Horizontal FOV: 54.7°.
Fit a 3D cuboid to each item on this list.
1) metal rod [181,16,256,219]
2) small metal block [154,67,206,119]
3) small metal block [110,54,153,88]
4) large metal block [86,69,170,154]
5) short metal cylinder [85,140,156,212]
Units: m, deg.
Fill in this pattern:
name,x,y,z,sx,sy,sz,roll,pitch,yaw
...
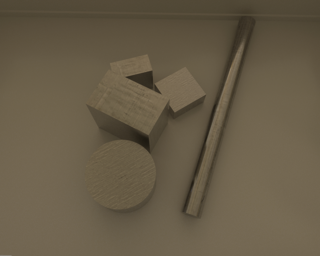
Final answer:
name,x,y,z,sx,sy,sz,roll,pitch,yaw
metal rod,0.085,-0.028,0.420,0.025,0.025,0.299,18,71,6
small metal block,0.027,-0.048,0.428,0.050,0.025,0.050,-30,73,-11
small metal block,-0.037,-0.070,0.422,0.050,0.050,0.025,-15,71,-6
large metal block,-0.036,-0.017,0.386,0.080,0.080,0.050,26,72,9
short metal cylinder,-0.045,0.060,0.374,0.081,0.050,0.080,0,70,0
